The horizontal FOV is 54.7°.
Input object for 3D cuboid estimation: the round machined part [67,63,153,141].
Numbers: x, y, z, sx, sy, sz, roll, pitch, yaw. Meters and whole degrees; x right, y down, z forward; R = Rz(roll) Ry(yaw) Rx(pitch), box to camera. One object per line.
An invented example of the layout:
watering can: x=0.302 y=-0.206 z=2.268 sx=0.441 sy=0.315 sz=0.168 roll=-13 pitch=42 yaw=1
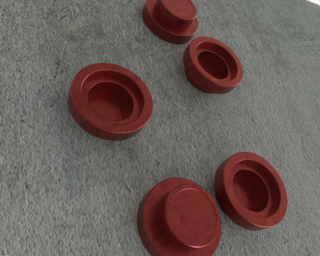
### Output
round machined part: x=-0.062 y=-0.028 z=0.376 sx=0.099 sy=0.042 sz=0.098 roll=14 pitch=56 yaw=-21

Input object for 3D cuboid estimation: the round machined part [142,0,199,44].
round machined part: x=0.023 y=-0.193 z=0.523 sx=0.099 sy=0.042 sz=0.098 roll=14 pitch=56 yaw=-21

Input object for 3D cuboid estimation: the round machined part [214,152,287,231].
round machined part: x=0.112 y=0.083 z=0.402 sx=0.099 sy=0.042 sz=0.098 roll=14 pitch=56 yaw=-21

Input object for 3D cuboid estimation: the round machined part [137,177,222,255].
round machined part: x=0.028 y=0.101 z=0.346 sx=0.099 sy=0.042 sz=0.098 roll=14 pitch=56 yaw=-21

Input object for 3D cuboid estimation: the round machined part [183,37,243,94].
round machined part: x=0.079 y=-0.094 z=0.493 sx=0.099 sy=0.042 sz=0.098 roll=14 pitch=56 yaw=-21
